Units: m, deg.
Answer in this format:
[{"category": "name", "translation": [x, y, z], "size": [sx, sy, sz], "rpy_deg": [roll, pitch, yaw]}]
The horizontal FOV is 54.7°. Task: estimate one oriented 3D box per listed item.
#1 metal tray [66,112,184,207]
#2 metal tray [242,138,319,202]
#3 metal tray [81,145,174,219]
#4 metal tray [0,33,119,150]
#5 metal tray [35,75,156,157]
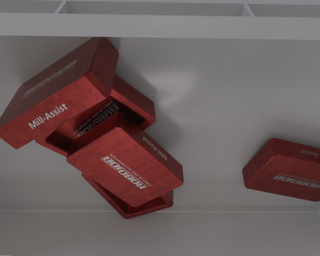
[{"category": "metal tray", "translation": [-0.042, 0.047, 0.404], "size": [0.090, 0.030, 0.130], "rpy_deg": [-31, 125, 23]}, {"category": "metal tray", "translation": [0.201, 0.065, 0.454], "size": [0.131, 0.030, 0.089], "rpy_deg": [13, 137, -11]}, {"category": "metal tray", "translation": [-0.046, 0.085, 0.477], "size": [0.090, 0.030, 0.130], "rpy_deg": [-20, 128, 16]}, {"category": "metal tray", "translation": [-0.108, -0.040, 0.330], "size": [0.130, 0.090, 0.030], "rpy_deg": [-26, 126, 20]}, {"category": "metal tray", "translation": [-0.081, -0.007, 0.391], "size": [0.130, 0.030, 0.090], "rpy_deg": [-36, 129, 26]}]
